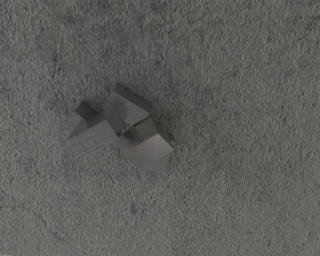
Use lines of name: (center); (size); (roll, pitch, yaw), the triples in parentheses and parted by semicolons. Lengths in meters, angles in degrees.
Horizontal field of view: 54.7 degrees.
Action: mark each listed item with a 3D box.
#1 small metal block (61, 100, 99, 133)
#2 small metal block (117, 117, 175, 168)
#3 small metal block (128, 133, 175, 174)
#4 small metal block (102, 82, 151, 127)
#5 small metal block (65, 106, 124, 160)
small metal block: (-0.092, -0.004, 0.395); (0.025, 0.050, 0.050); (-43, 105, 14)
small metal block: (-0.017, 0.019, 0.378); (0.050, 0.025, 0.050); (-30, 145, 10)
small metal block: (-0.012, 0.030, 0.422); (0.050, 0.025, 0.050); (15, 109, -6)
small metal block: (-0.040, -0.029, 0.387); (0.050, 0.050, 0.025); (31, 107, -11)
small metal block: (-0.071, 0.004, 0.345); (0.050, 0.050, 0.025); (-28, 108, 9)
